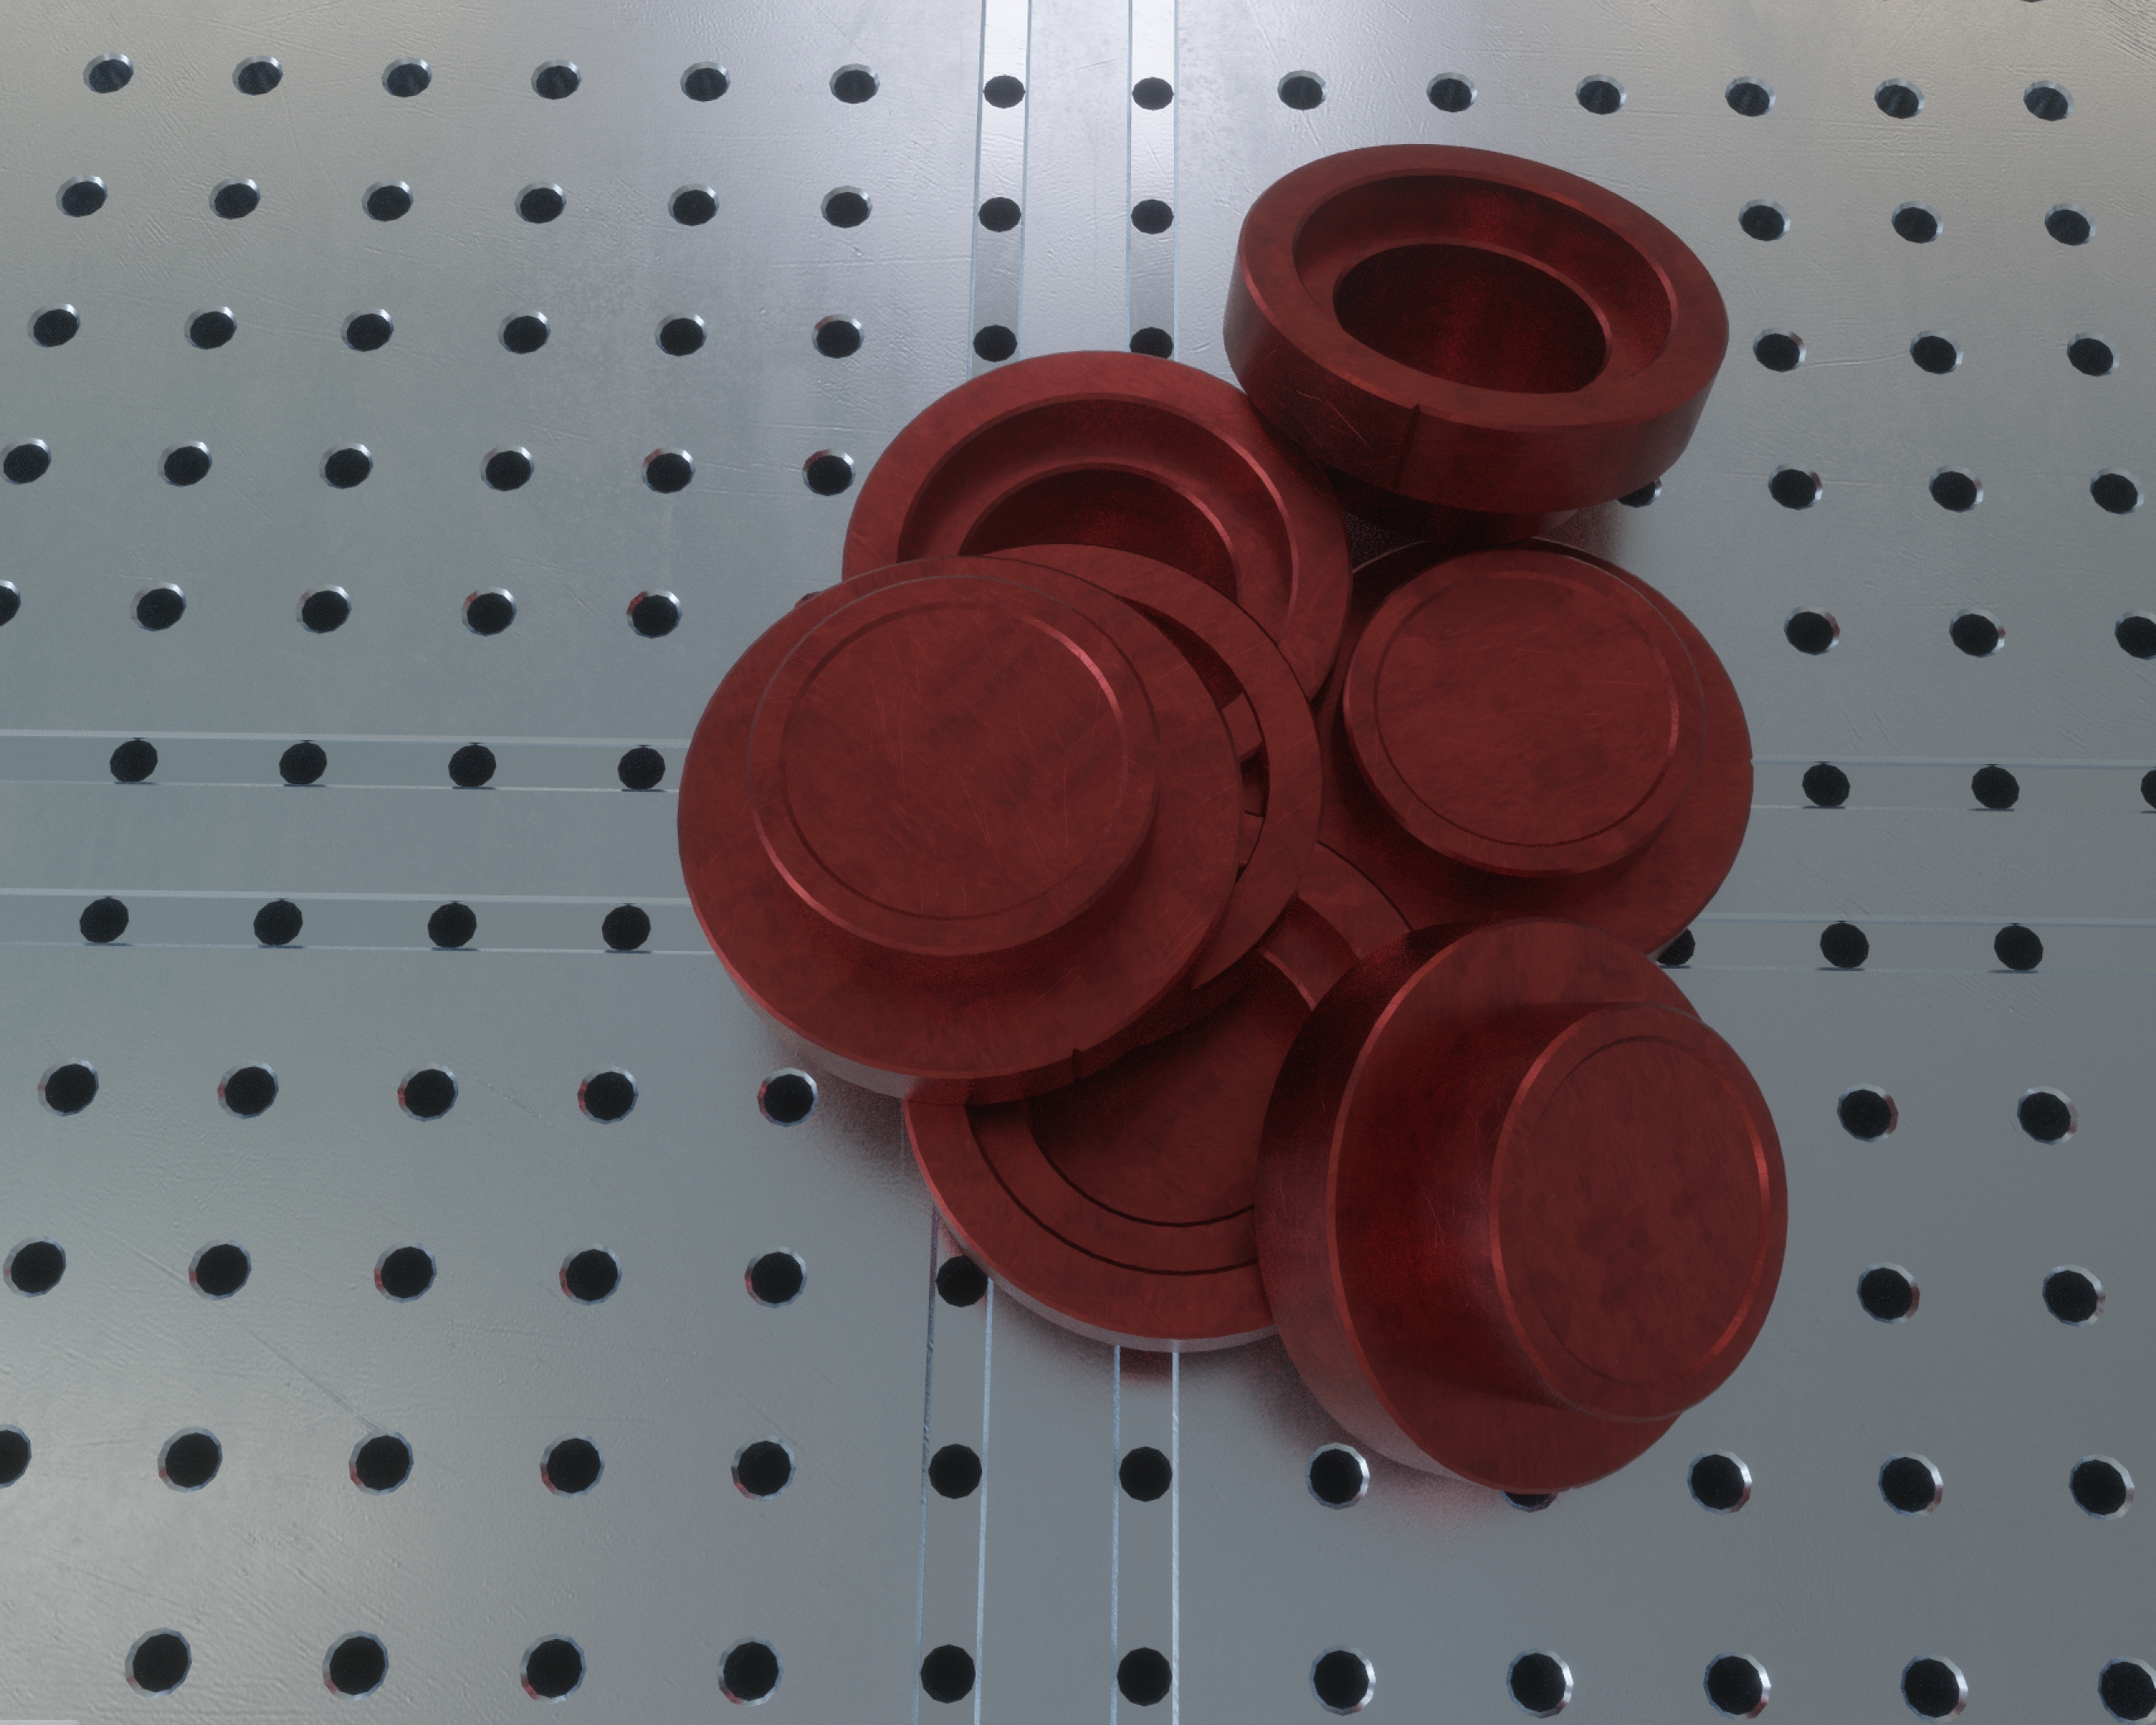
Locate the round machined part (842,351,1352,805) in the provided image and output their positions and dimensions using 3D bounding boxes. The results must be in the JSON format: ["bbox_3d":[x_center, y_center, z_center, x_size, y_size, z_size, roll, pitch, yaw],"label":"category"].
[{"bbox_3d":[0.004,-0.050,0.421,0.099,0.042,0.098,0,70,0],"label":"round machined part"}]

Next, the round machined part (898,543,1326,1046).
[{"bbox_3d":[-0.003,-0.009,0.406,0.099,0.042,0.098,0,70,0],"label":"round machined part"}]

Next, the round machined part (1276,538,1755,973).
[{"bbox_3d":[0.084,-0.022,0.411,0.099,0.042,0.098,0,70,0],"label":"round machined part"}]

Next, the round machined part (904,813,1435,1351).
[{"bbox_3d":[0.018,0.041,0.388,0.099,0.042,0.098,0,70,0],"label":"round machined part"}]

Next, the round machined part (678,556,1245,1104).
[{"bbox_3d":[-0.020,-0.010,0.361,0.099,0.042,0.098,0,70,0],"label":"round machined part"}]

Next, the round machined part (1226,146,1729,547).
[{"bbox_3d":[0.078,-0.102,0.429,0.099,0.042,0.098,4,49,-5],"label":"round machined part"}]

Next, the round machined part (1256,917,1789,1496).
[{"bbox_3d":[0.082,0.058,0.356,0.099,0.042,0.098,3,84,-32],"label":"round machined part"}]
